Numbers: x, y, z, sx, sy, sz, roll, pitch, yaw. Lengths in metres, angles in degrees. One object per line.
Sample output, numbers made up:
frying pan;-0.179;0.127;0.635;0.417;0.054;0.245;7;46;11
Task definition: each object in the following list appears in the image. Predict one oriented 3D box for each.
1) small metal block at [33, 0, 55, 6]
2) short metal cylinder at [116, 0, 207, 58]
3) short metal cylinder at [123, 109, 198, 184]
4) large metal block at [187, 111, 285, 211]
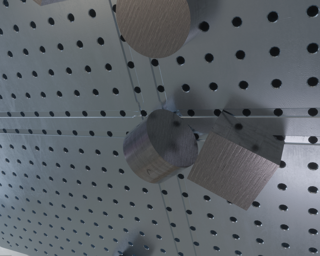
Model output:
small metal block;-0.150;-0.186;0.375;0.050;0.025;0.050;38;129;2
short metal cylinder;0.002;-0.119;0.321;0.080;0.050;0.079;13;124;21
short metal cylinder;0.001;0.023;0.389;0.080;0.080;0.050;47;129;-5
large metal block;0.089;0.039;0.372;0.080;0.050;0.079;27;128;11
